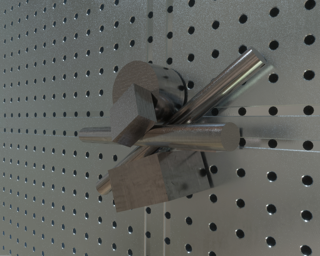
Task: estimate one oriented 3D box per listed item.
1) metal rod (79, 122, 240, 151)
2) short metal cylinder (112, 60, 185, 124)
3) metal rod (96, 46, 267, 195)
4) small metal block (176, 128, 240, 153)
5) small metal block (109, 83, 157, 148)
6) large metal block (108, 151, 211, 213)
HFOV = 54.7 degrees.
[{"bbox_3d":[-0.030,0.010,0.383,0.299,0.025,0.025,-1,89,53],"label":"metal rod"},{"bbox_3d":[-0.016,-0.043,0.401,0.080,0.050,0.080,-1,89,40],"label":"short metal cylinder"},{"bbox_3d":[0.007,0.008,0.400,0.299,0.025,0.025,-41,65,32],"label":"metal rod"},{"bbox_3d":[0.054,0.012,0.344,0.050,0.050,0.025,0,90,41],"label":"small metal block"},{"bbox_3d":[-0.032,-0.014,0.355,0.050,0.025,0.050,-43,42,32],"label":"small metal block"},{"bbox_3d":[-0.001,0.061,0.368,0.080,0.081,0.050,-23,76,38],"label":"large metal block"}]
